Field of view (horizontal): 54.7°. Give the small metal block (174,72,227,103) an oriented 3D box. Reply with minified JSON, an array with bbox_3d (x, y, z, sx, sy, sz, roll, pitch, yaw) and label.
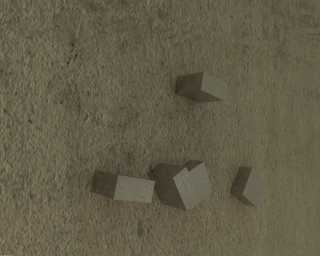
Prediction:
[{"bbox_3d":[0.058,-0.056,0.436,0.050,0.050,0.025,17,80,-39],"label":"small metal block"}]

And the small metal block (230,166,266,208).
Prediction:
[{"bbox_3d":[0.152,0.101,0.532,0.050,0.025,0.050,42,65,-32],"label":"small metal block"}]

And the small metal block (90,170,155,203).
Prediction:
[{"bbox_3d":[-0.043,0.066,0.353,0.050,0.050,0.025,17,79,-39],"label":"small metal block"}]

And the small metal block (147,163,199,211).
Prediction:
[{"bbox_3d":[0.017,0.075,0.403,0.025,0.050,0.050,-35,112,-34],"label":"small metal block"}]

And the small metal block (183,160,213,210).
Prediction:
[{"bbox_3d":[0.044,0.080,0.441,0.050,0.025,0.050,-28,108,-37],"label":"small metal block"}]
